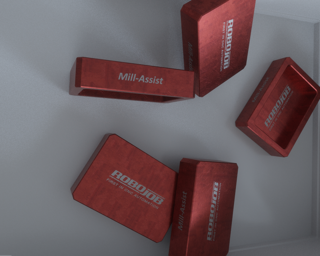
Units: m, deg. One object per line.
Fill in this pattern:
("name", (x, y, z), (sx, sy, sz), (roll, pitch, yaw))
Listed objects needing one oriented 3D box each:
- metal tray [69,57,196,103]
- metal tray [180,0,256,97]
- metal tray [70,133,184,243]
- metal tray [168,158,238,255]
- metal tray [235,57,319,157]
("metal tray", (-0.035, -0.052, 0.363), (0.131, 0.090, 0.030), (3, 89, -20))
("metal tray", (0.073, -0.110, 0.391), (0.090, 0.129, 0.030), (-35, 57, -17))
("metal tray", (-0.034, 0.076, 0.396), (0.130, 0.030, 0.090), (34, 79, -17))
("metal tray", (0.061, 0.108, 0.415), (0.091, 0.030, 0.129), (10, 87, -43))
("metal tray", (0.186, -0.032, 0.478), (0.090, 0.030, 0.130), (37, 78, -17))
